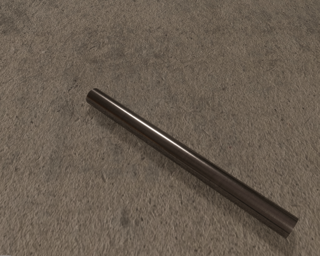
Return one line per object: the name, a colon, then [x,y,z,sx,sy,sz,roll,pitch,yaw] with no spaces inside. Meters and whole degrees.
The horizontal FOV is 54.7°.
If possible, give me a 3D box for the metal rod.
metal rod: [0.020,0.029,0.378,0.300,0.025,0.025,33,57,24]
